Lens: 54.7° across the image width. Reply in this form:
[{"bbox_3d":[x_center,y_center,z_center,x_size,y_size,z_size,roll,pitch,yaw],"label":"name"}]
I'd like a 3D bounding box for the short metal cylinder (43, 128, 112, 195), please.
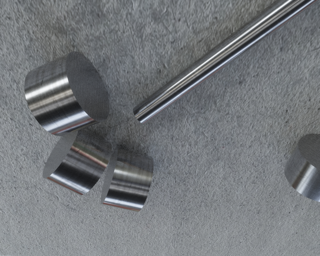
[{"bbox_3d":[-0.108,0.040,0.404,0.050,0.080,0.080,35,122,-26],"label":"short metal cylinder"}]

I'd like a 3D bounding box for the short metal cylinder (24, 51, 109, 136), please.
[{"bbox_3d":[-0.098,-0.036,0.339,0.050,0.080,0.080,-19,128,15],"label":"short metal cylinder"}]

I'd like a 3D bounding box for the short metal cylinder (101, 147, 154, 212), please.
[{"bbox_3d":[-0.047,0.072,0.432,0.050,0.080,0.079,17,128,-14],"label":"short metal cylinder"}]

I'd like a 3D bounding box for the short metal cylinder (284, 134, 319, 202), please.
[{"bbox_3d":[0.218,0.053,0.418,0.081,0.080,0.050,5,130,-4],"label":"short metal cylinder"}]

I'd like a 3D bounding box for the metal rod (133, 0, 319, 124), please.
[{"bbox_3d":[0.087,-0.092,0.329,0.299,0.025,0.025,-34,122,25],"label":"metal rod"}]
